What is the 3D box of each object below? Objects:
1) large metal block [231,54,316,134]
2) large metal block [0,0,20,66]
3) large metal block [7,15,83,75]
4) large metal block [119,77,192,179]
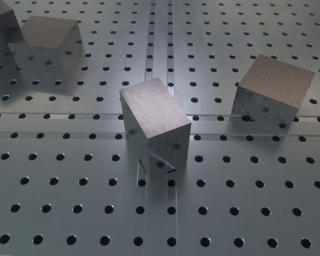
[{"bbox_3d":[0.158,-0.050,0.434,0.080,0.050,0.080,25,55,20],"label":"large metal block"},{"bbox_3d":[-0.270,-0.148,0.495,0.080,0.080,0.050,-35,58,-26],"label":"large metal block"},{"bbox_3d":[-0.182,-0.136,0.505,0.080,0.050,0.080,8,51,7],"label":"large metal block"},{"bbox_3d":[-0.007,0.000,0.372,0.050,0.080,0.080,-20,53,-16],"label":"large metal block"}]
